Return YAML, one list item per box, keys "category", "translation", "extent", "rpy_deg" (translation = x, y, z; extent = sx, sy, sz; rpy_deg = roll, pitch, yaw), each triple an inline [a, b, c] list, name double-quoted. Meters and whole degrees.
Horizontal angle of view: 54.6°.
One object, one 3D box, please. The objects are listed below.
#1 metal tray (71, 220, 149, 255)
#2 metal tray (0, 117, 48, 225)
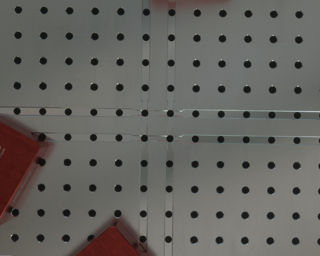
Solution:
- category: "metal tray"
  translation: [-0.080, 0.199, 0.411]
  extent: [0.130, 0.030, 0.090]
  rpy_deg: [-40, 90, 0]
- category: "metal tray"
  translation: [-0.222, 0.056, 0.410]
  extent: [0.090, 0.030, 0.130]
  rpy_deg: [29, 90, 0]
